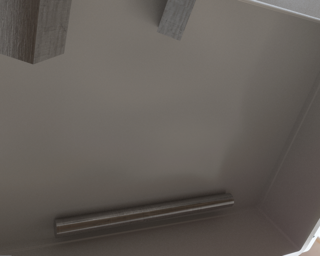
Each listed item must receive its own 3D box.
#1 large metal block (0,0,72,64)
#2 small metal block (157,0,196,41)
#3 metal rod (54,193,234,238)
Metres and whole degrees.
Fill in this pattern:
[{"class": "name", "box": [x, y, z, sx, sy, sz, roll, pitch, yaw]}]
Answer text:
[{"class": "large metal block", "box": [-0.118, -0.104, 0.239, 0.080, 0.050, 0.079, 18, 115, 3]}, {"class": "small metal block", "box": [0.018, -0.123, 0.323, 0.025, 0.050, 0.050, 20, 112, -6]}, {"class": "metal rod", "box": [-0.008, 0.133, 0.488, 0.303, 0.025, 0.025, -1, 119, -28]}]
